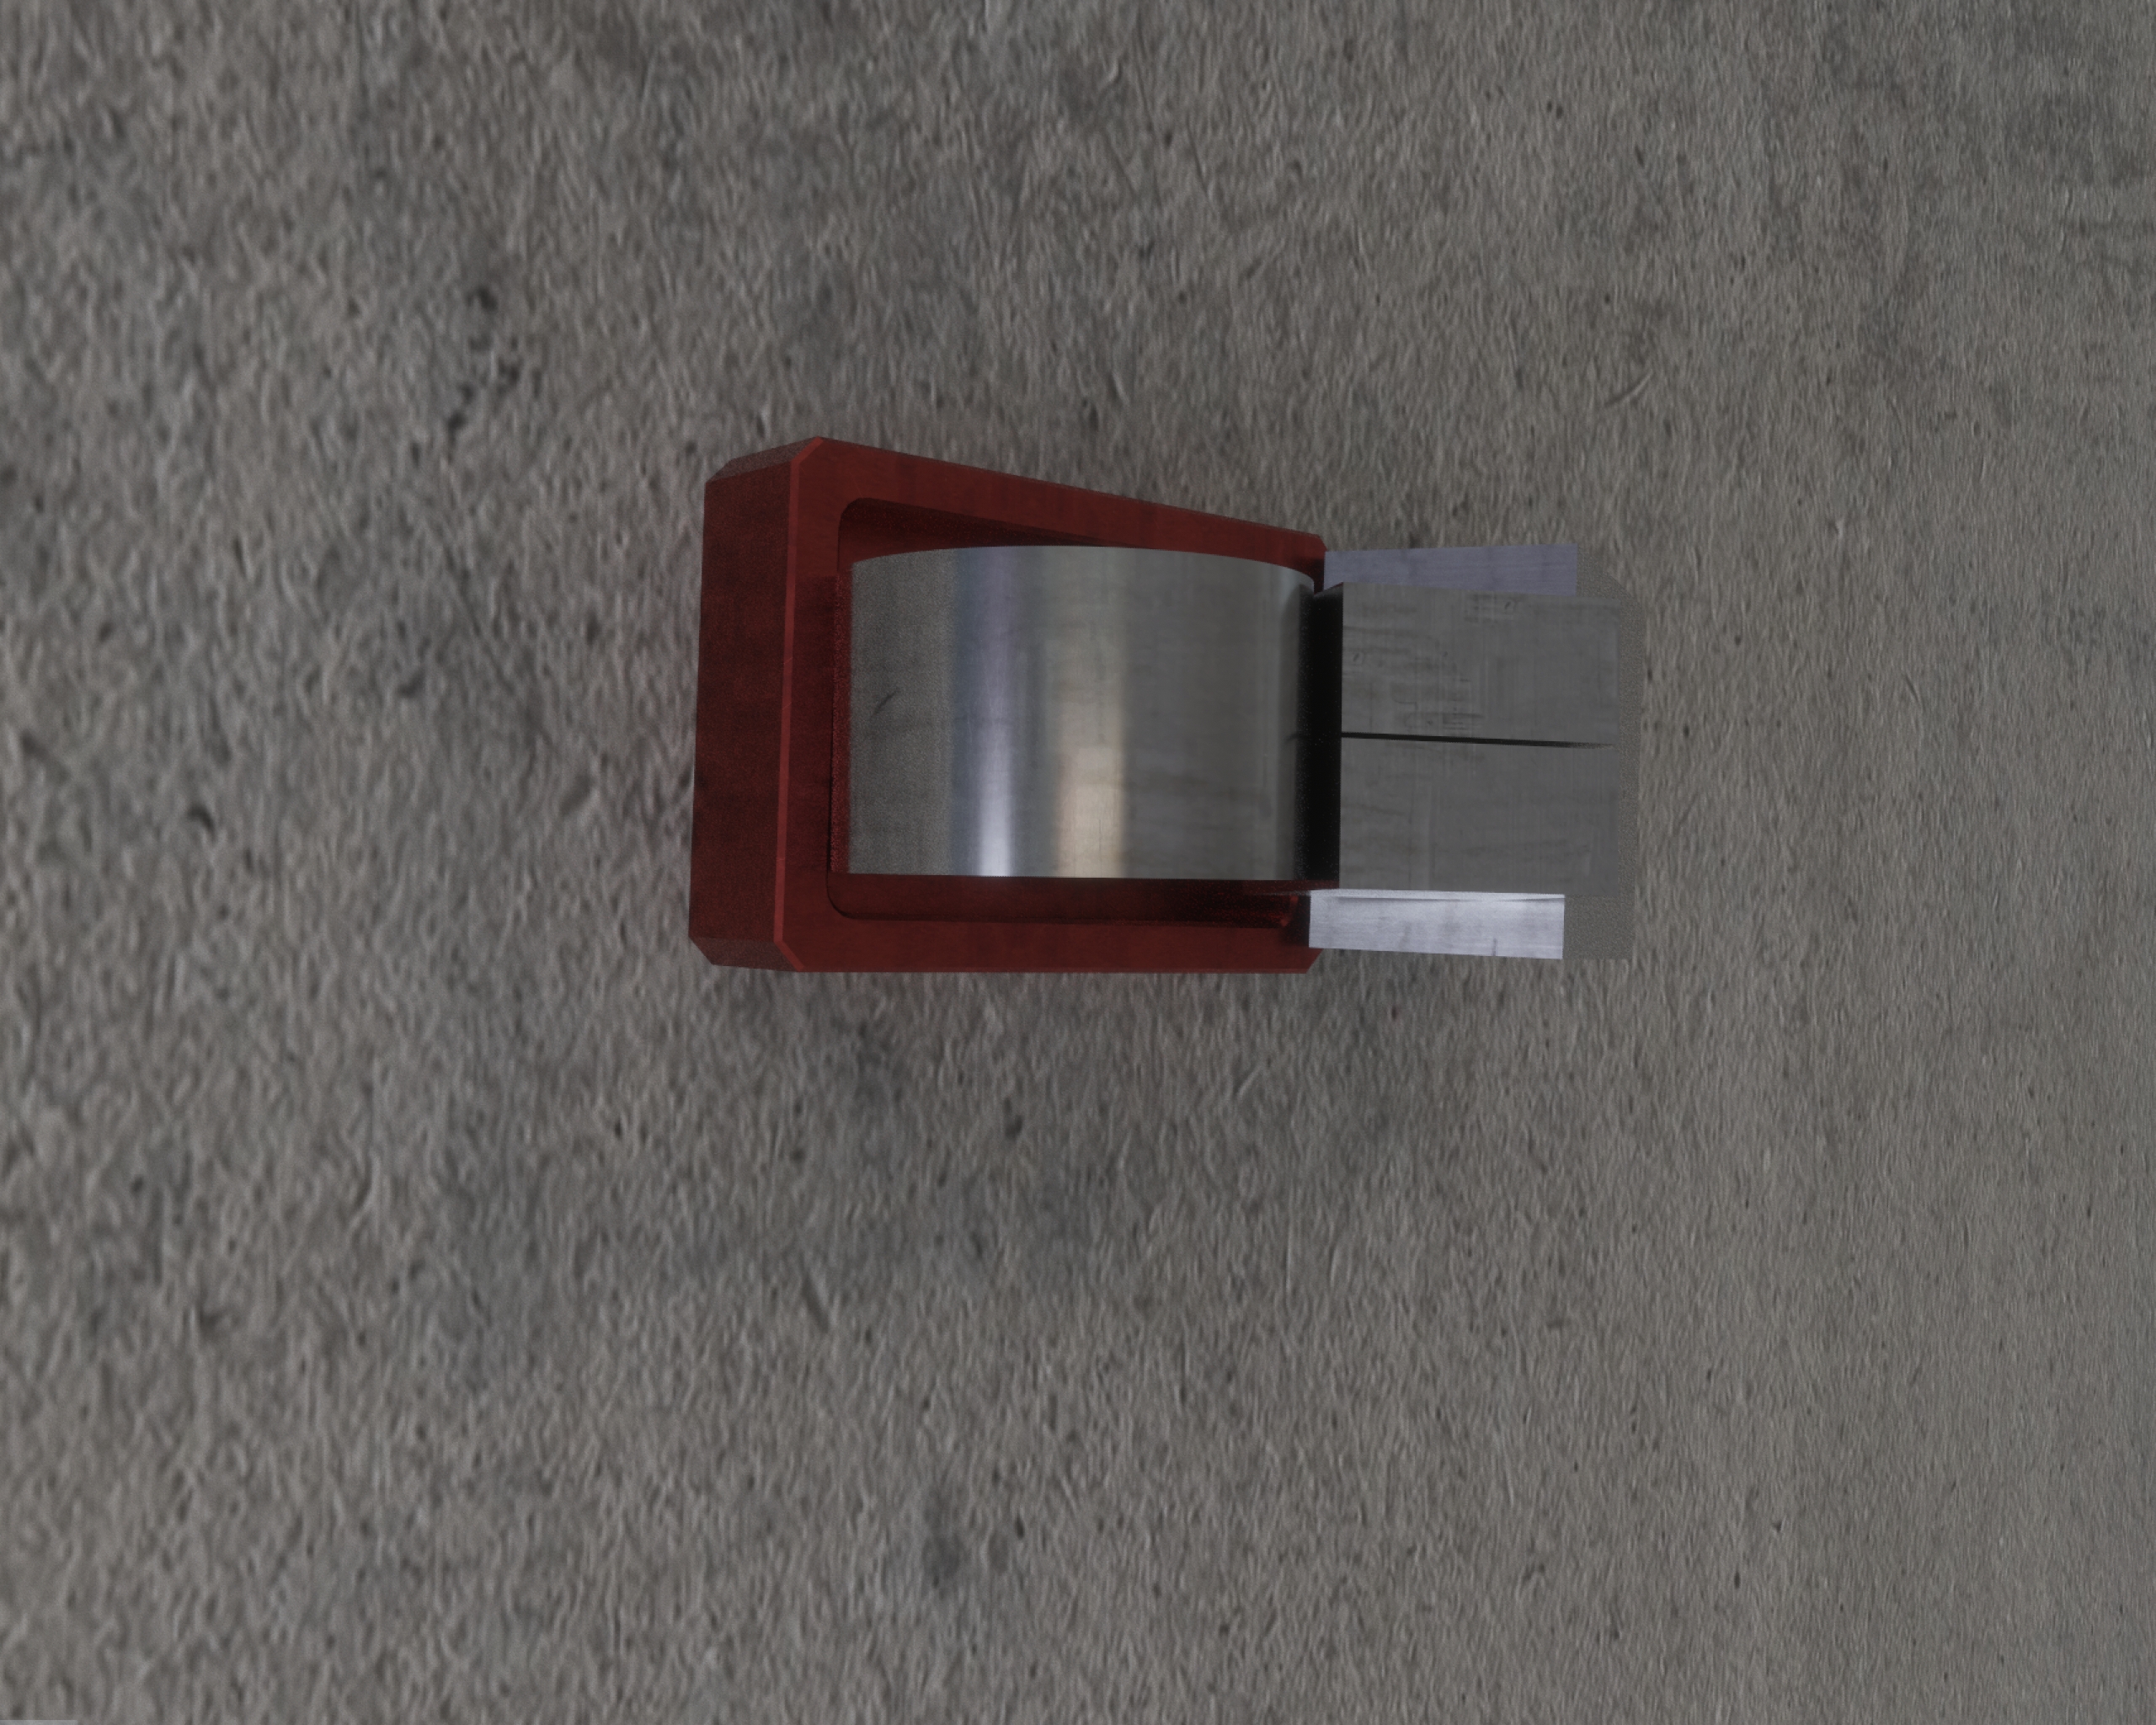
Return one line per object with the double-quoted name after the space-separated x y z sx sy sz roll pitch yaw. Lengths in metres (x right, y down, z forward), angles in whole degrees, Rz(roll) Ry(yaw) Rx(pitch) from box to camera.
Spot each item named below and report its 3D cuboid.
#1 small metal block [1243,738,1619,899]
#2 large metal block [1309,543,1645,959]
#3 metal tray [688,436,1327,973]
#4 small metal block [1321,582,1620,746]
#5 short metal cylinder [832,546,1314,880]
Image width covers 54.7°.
0.062 -0.007 0.373 0.050 0.050 0.025 2 88 -14 "small metal block"
0.087 -0.020 0.444 0.080 0.050 0.080 7 86 -66 "large metal block"
-0.008 -0.024 0.396 0.131 0.030 0.089 3 88 -40 "metal tray"
0.062 -0.032 0.374 0.050 0.050 0.025 2 88 -14 "small metal block"
-0.001 -0.022 0.353 0.081 0.080 0.050 1 90 -40 "short metal cylinder"
